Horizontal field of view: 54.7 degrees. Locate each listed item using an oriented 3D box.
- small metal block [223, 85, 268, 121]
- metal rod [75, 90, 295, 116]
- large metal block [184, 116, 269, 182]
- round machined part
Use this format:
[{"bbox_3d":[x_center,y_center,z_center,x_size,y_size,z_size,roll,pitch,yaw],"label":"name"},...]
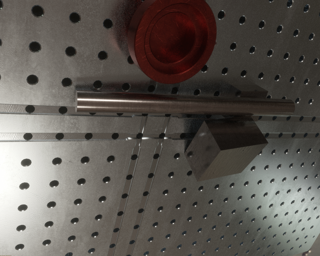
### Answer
[{"bbox_3d":[0.126,-0.036,0.460,0.050,0.025,0.050,-4,120,-27],"label":"small metal block"},{"bbox_3d":[0.048,-0.030,0.399,0.303,0.025,0.025,0,119,-21],"label":"metal rod"},{"bbox_3d":[0.093,0.030,0.449,0.081,0.050,0.079,-6,144,-26],"label":"large metal block"},{"bbox_3d":[0.010,-0.102,0.344,0.099,0.042,0.097,-14,125,-21],"label":"round machined part"}]
